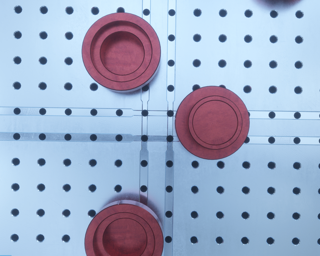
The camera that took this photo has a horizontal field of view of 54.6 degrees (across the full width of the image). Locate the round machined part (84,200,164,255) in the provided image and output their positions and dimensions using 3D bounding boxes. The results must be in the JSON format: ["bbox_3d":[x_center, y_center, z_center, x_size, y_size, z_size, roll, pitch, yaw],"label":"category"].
[{"bbox_3d":[-0.045,0.142,0.405,0.099,0.042,0.097,0,90,0],"label":"round machined part"}]

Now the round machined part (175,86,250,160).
[{"bbox_3d":[0.069,-0.007,0.405,0.099,0.042,0.097,0,90,0],"label":"round machined part"}]

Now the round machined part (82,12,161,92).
[{"bbox_3d":[-0.048,-0.095,0.405,0.099,0.042,0.097,0,90,0],"label":"round machined part"}]
